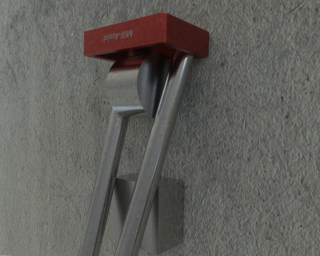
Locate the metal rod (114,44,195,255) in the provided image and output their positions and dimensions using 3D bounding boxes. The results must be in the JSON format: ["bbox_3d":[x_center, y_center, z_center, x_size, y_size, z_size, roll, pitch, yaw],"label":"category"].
[{"bbox_3d":[-0.010,0.045,0.352,0.025,0.025,0.299,11,82,39],"label":"metal rod"}]

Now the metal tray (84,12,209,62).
[{"bbox_3d":[-0.018,-0.102,0.377,0.130,0.091,0.030,3,92,39],"label":"metal tray"}]

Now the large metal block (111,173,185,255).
[{"bbox_3d":[-0.017,0.105,0.399,0.080,0.050,0.079,2,92,39],"label":"large metal block"}]

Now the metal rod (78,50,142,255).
[{"bbox_3d":[-0.064,0.042,0.397,0.025,0.025,0.299,3,76,39],"label":"metal rod"}]

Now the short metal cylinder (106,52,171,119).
[{"bbox_3d":[-0.019,-0.051,0.385,0.050,0.081,0.079,3,92,39],"label":"short metal cylinder"}]
